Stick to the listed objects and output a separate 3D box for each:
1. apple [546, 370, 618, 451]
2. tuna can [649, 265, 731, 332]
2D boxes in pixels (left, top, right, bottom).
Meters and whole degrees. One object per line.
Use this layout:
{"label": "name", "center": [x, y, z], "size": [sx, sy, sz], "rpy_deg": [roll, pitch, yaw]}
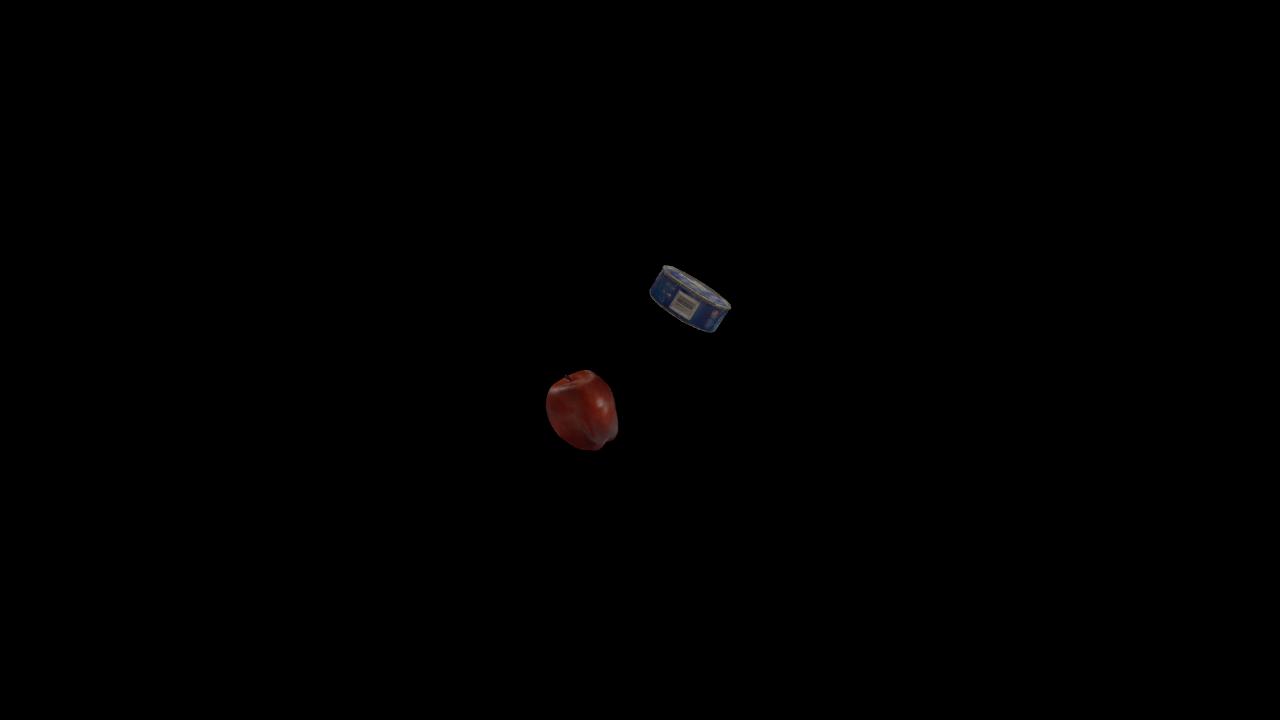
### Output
{"label": "apple", "center": [-0.066, 0.057, 0.704], "size": [0.079, 0.093, 0.079], "rpy_deg": [-21, 15, 6]}
{"label": "tuna can", "center": [0.052, -0.064, 0.648], "size": [0.084, 0.034, 0.084], "rpy_deg": [28, 17, -9]}
